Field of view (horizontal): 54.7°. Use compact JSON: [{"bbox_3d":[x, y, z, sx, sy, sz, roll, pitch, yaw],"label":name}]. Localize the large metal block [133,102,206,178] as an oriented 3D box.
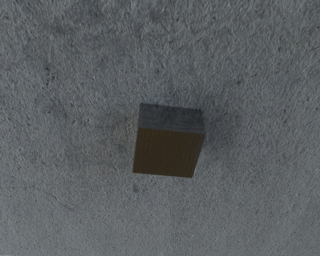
[{"bbox_3d":[0.009,0.017,0.407,0.081,0.050,0.079,6,130,-6],"label":"large metal block"}]
